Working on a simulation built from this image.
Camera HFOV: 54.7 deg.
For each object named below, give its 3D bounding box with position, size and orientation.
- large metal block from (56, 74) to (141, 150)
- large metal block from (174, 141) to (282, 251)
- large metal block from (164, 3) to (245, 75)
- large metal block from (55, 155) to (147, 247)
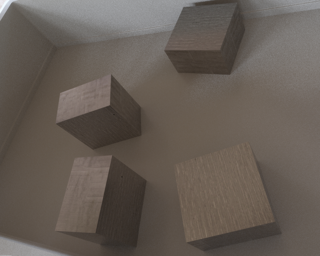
[{"bbox_3d":[-0.080,-0.018,0.424,0.080,0.080,0.050,-17,55,19],"label":"large metal block"},{"bbox_3d":[0.066,0.070,0.312,0.080,0.050,0.080,-20,54,16],"label":"large metal block"},{"bbox_3d":[0.064,-0.123,0.432,0.080,0.050,0.080,9,66,32],"label":"large metal block"},{"bbox_3d":[-0.061,0.085,0.351,0.050,0.080,0.080,-6,59,25],"label":"large metal block"}]
